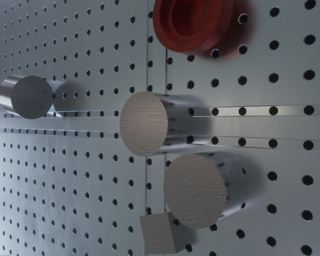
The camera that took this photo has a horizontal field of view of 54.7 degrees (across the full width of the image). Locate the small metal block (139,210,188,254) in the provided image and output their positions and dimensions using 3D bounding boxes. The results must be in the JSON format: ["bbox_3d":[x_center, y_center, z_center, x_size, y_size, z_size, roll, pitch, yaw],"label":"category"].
[{"bbox_3d":[0.004,0.136,0.406,0.050,0.025,0.050,-20,77,38],"label":"small metal block"}]

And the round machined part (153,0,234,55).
[{"bbox_3d":[0.042,-0.134,0.364,0.098,0.042,0.097,0,90,40],"label":"round machined part"}]

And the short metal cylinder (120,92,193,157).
[{"bbox_3d":[-0.006,-0.005,0.398,0.080,0.050,0.080,0,90,40],"label":"short metal cylinder"}]

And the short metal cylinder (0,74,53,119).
[{"bbox_3d":[-0.250,-0.060,0.581,0.050,0.081,0.079,14,99,39],"label":"short metal cylinder"}]

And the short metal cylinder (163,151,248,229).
[{"bbox_3d":[0.051,0.067,0.351,0.080,0.050,0.080,0,90,40],"label":"short metal cylinder"}]
